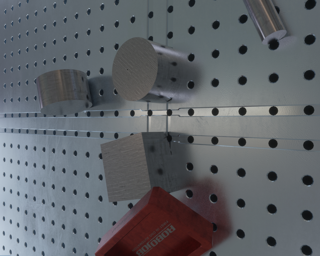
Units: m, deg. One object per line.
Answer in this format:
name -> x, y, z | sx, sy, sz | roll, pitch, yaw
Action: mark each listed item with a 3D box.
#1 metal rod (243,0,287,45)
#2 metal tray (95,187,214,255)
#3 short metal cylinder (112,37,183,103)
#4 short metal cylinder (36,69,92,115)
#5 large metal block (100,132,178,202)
metal rod -> 0.070, -0.229, 0.351 | 0.025, 0.025, 0.299 | -29, 72, 36
metal tray -> -0.009, 0.140, 0.381 | 0.090, 0.030, 0.129 | 37, 119, -9
short metal cylinder -> -0.017, -0.074, 0.407 | 0.080, 0.050, 0.080 | 0, 90, 40
short metal cylinder -> -0.155, -0.056, 0.502 | 0.080, 0.081, 0.050 | -20, 77, 38
large metal block -> -0.030, 0.053, 0.418 | 0.080, 0.050, 0.080 | -17, 79, 39
